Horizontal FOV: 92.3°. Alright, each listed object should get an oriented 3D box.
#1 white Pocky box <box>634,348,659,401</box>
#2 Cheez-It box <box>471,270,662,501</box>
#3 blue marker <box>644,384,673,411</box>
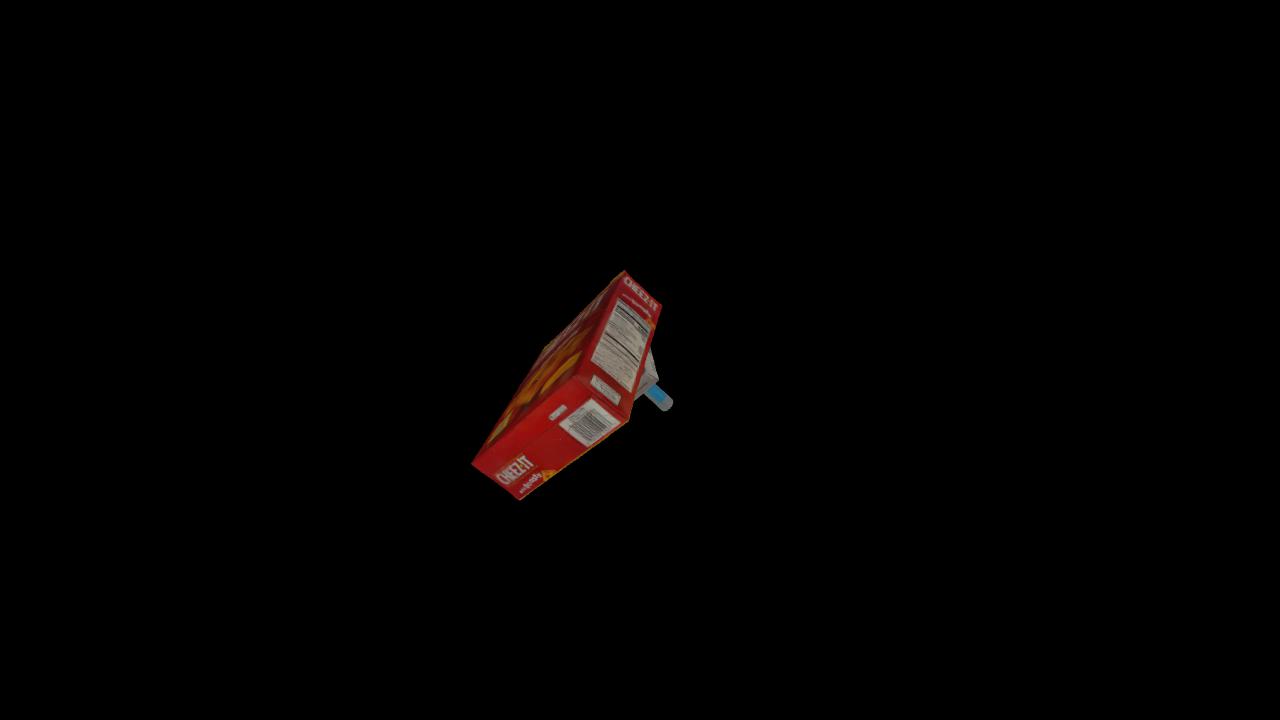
[{"bbox_3d":[-0.045,0.037,0.758,0.028,0.084,0.154,31,-60,-35],"label":"white Pocky box"},{"bbox_3d":[-0.067,0.019,0.649,0.166,0.071,0.223,-39,17,30],"label":"Cheez-It box"},{"bbox_3d":[-0.005,0.019,0.715,0.121,0.020,0.020,43,-25,-30],"label":"blue marker"}]
